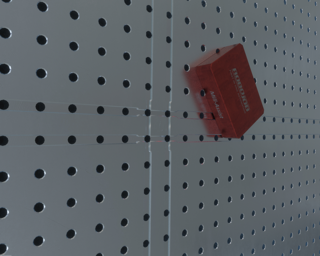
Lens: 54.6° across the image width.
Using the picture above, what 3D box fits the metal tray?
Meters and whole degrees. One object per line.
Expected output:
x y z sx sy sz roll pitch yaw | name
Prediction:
0.117 -0.059 0.503 0.090 0.030 0.130 -39 114 -33 | metal tray
